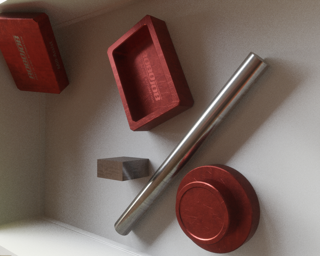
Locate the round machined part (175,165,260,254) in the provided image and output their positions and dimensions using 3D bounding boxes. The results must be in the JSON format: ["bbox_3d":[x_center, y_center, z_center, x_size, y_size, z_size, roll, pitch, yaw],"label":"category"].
[{"bbox_3d":[0.056,0.091,0.348,0.098,0.042,0.097,0,90,39],"label":"round machined part"}]

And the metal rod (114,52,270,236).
[{"bbox_3d":[0.024,0.037,0.384,0.025,0.025,0.298,51,119,27],"label":"metal rod"}]

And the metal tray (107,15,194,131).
[{"bbox_3d":[-0.017,-0.071,0.415,0.090,0.030,0.129,-29,72,36],"label":"metal tray"}]

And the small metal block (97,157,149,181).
[{"bbox_3d":[-0.051,0.055,0.431,0.050,0.050,0.025,0,90,39],"label":"small metal block"}]

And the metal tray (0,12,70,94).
[{"bbox_3d":[-0.213,-0.122,0.514,0.090,0.030,0.129,6,129,17],"label":"metal tray"}]
